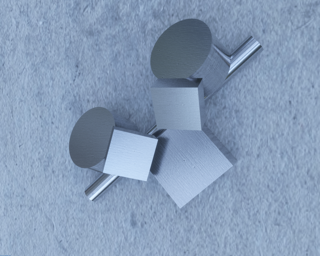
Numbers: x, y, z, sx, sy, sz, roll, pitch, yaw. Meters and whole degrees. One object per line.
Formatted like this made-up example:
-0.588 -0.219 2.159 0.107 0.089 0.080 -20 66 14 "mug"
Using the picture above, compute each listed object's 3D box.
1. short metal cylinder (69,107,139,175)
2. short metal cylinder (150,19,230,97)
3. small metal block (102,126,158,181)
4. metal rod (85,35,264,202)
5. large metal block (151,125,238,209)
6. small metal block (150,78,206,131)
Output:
-0.072 0.018 0.406 0.080 0.050 0.080 -14 65 31 "short metal cylinder"
0.036 -0.080 0.368 0.080 0.050 0.080 -14 65 31 "short metal cylinder"
-0.035 0.029 0.356 0.050 0.025 0.050 14 96 -13 "small metal block"
0.009 -0.003 0.406 0.299 0.025 0.025 -43 77 14 "metal rod"
0.035 0.038 0.382 0.080 0.050 0.080 -43 77 14 "large metal block"
0.021 -0.026 0.336 0.050 0.025 0.050 2 122 19 "small metal block"
